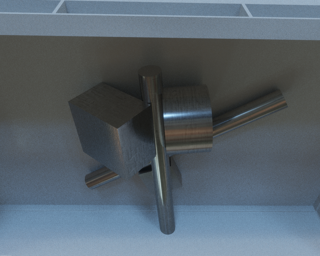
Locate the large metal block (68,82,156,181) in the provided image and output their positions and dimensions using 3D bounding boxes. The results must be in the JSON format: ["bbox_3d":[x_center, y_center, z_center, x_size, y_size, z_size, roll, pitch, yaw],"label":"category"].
[{"bbox_3d":[-0.054,0.003,0.367,0.080,0.050,0.079,27,139,31],"label":"large metal block"}]

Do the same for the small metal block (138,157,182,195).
[{"bbox_3d":[0.001,0.070,0.467,0.050,0.025,0.050,-17,129,13],"label":"small metal block"}]

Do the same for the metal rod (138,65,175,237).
[{"bbox_3d":[0.001,0.055,0.420,0.025,0.025,0.298,-4,129,3],"label":"metal rod"}]

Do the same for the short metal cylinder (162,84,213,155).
[{"bbox_3d":[0.030,-0.010,0.362,0.050,0.080,0.079,-4,130,1],"label":"short metal cylinder"}]

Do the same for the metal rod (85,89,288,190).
[{"bbox_3d":[0.022,0.023,0.426,0.300,0.025,0.025,-25,126,19],"label":"metal rod"}]
